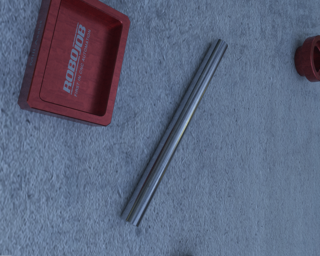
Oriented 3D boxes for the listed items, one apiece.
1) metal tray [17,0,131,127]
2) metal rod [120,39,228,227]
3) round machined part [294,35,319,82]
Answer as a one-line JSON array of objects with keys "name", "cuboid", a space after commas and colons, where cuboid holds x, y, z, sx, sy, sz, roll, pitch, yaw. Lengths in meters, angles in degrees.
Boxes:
[{"name": "metal tray", "cuboid": [-0.087, -0.073, 0.329, 0.091, 0.030, 0.129, 16, 80, -39]}, {"name": "metal rod", "cuboid": [0.029, -0.008, 0.430, 0.025, 0.025, 0.300, 43, 64, -32]}, {"name": "round machined part", "cuboid": [0.329, -0.148, 0.674, 0.099, 0.042, 0.097, 0, 90, -40]}]
